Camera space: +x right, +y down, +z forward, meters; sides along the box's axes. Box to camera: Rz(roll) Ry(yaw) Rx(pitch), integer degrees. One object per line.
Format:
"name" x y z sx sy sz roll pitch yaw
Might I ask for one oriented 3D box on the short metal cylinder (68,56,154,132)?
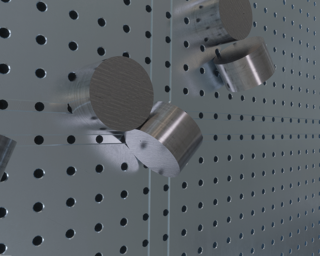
"short metal cylinder" -0.054 -0.036 0.347 0.081 0.050 0.079 0 90 -40

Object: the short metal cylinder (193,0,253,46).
"short metal cylinder" 0.096 -0.169 0.473 0.081 0.050 0.079 0 90 -40

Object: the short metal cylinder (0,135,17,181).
"short metal cylinder" -0.161 0.021 0.238 0.080 0.080 0.050 28 73 -37

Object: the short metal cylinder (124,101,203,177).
"short metal cylinder" 0.004 0.014 0.377 0.050 0.080 0.080 -49 119 -29

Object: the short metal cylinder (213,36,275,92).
"short metal cylinder" 0.131 -0.100 0.482 0.080 0.080 0.050 -47 118 -30
